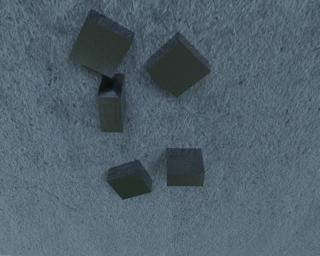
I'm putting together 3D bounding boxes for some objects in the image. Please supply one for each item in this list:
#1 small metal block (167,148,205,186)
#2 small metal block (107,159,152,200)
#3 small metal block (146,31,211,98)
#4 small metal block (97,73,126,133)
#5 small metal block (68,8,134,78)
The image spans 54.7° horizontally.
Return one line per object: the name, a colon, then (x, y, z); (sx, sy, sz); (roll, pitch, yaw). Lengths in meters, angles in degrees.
small metal block: (0.034, 0.055, 0.438); (0.050, 0.050, 0.025); (1, 130, -1)
small metal block: (-0.046, 0.080, 0.475); (0.050, 0.025, 0.050); (-19, 128, 15)
small metal block: (0.020, -0.070, 0.348); (0.050, 0.025, 0.050); (-37, 121, 27)
small metal block: (-0.055, -0.030, 0.365); (0.025, 0.050, 0.050); (1, 130, -1)
small metal block: (-0.062, -0.089, 0.331); (0.050, 0.025, 0.050); (24, 126, -20)
